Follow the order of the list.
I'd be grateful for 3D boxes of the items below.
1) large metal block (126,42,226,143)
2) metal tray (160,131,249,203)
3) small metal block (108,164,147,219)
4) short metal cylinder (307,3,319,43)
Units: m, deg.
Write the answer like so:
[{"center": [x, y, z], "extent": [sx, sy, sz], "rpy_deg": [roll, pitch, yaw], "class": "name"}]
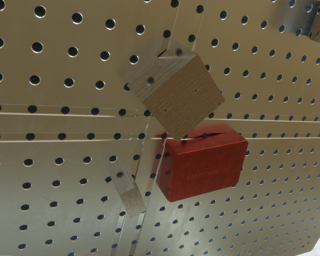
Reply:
[{"center": [0.021, -0.043, 0.380], "extent": [0.080, 0.050, 0.080], "rpy_deg": [-41, 130, 0], "class": "large metal block"}, {"center": [0.069, 0.059, 0.482], "extent": [0.131, 0.030, 0.089], "rpy_deg": [-9, 122, -24], "class": "metal tray"}, {"center": [-0.045, 0.086, 0.424], "extent": [0.025, 0.050, 0.050], "rpy_deg": [-25, 128, -13], "class": "small metal block"}, {"center": [0.254, -0.141, 0.427], "extent": [0.081, 0.080, 0.050], "rpy_deg": [-4, 120, -27], "class": "short metal cylinder"}]
